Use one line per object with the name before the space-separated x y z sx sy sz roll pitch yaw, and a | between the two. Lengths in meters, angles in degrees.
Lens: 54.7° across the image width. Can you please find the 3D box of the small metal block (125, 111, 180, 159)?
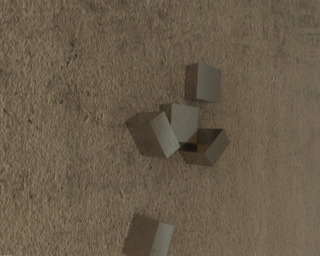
small metal block | -0.010 0.008 0.380 0.025 0.050 0.050 -38 114 -33

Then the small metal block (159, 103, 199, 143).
small metal block | 0.025 -0.006 0.425 0.050 0.025 0.050 6 87 -40

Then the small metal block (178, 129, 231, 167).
small metal block | 0.063 0.026 0.441 0.050 0.050 0.025 -47 119 -30

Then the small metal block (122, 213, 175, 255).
small metal block | -0.015 0.136 0.376 0.025 0.050 0.050 28 72 -37

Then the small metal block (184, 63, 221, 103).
small metal block | 0.063 -0.064 0.457 0.050 0.025 0.050 6 86 -40
